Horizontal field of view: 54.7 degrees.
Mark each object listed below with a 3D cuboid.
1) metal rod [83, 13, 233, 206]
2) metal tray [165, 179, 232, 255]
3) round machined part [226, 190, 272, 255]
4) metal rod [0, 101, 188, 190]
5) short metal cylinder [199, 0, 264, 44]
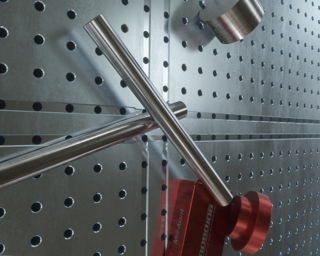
[{"bbox_3d":[0.012,-0.005,0.386,0.025,0.025,0.300,-51,118,-28],"label":"metal rod"},{"bbox_3d":[0.059,0.149,0.458,0.091,0.030,0.129,21,77,-38],"label":"metal tray"},{"bbox_3d":[0.132,0.144,0.488,0.042,0.098,0.098,21,74,-1],"label":"round machined part"},{"bbox_3d":[-0.081,0.018,0.342,0.302,0.025,0.025,-22,104,-38],"label":"metal rod"},{"bbox_3d":[0.107,-0.174,0.465,0.050,0.080,0.080,39,66,-34],"label":"short metal cylinder"}]
